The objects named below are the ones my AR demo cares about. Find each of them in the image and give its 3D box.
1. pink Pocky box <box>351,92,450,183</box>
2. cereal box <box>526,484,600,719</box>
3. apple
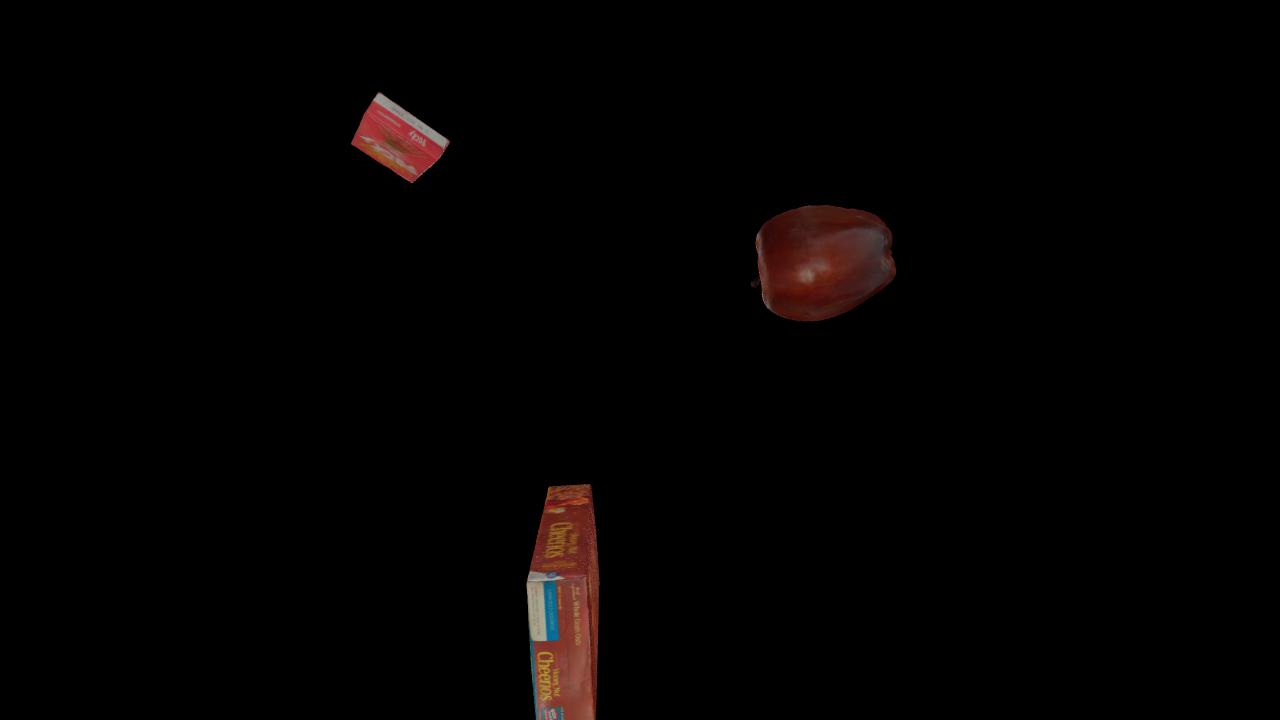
[{"bbox_3d":[-0.281,-0.252,0.713,0.084,0.029,0.155,32,-11,-29],"label":"pink Pocky box"},{"bbox_3d":[-0.100,0.320,0.849,0.081,0.203,0.306,-3,10,-2],"label":"cereal box"},{"bbox_3d":[0.120,-0.064,0.414,0.093,0.079,0.079,-10,-3,17],"label":"apple"}]
